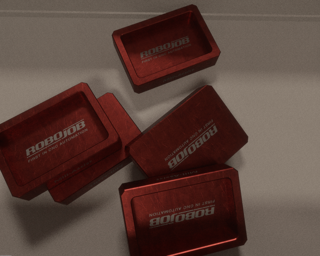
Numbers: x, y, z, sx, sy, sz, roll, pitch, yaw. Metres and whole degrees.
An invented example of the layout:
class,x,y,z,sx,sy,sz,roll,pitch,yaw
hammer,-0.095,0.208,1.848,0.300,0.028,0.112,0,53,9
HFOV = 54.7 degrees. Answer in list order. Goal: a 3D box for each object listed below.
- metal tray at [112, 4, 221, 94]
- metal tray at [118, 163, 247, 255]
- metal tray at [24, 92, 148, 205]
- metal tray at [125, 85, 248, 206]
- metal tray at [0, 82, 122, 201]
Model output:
class,x,y,z,sx,sy,sz,roll,pitch,yaw
metal tray,0.008,-0.114,0.444,0.131,0.030,0.090,-22,77,-8
metal tray,0.026,0.096,0.345,0.131,0.030,0.089,-10,95,-11
metal tray,-0.092,0.025,0.397,0.131,0.030,0.090,-34,74,-12
metal tray,0.034,0.020,0.382,0.130,0.030,0.090,-39,99,-13
metal tray,-0.123,0.014,0.367,0.131,0.030,0.090,-30,73,-11
